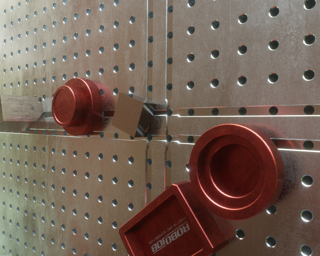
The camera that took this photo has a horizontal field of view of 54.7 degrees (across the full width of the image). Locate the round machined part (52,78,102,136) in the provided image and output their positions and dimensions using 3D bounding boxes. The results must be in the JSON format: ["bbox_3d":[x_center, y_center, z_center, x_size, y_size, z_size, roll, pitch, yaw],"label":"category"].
[{"bbox_3d":[-0.144,-0.035,0.518,0.098,0.042,0.097,0,90,40],"label":"round machined part"}]

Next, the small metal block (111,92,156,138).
[{"bbox_3d":[-0.038,-0.019,0.441,0.050,0.025,0.050,26,106,37],"label":"small metal block"}]

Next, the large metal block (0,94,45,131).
[{"bbox_3d":[-0.289,-0.027,0.612,0.080,0.081,0.050,-18,79,38],"label":"large metal block"}]

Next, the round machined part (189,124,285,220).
[{"bbox_3d":[0.083,0.044,0.330,0.098,0.042,0.097,0,90,40],"label":"round machined part"}]

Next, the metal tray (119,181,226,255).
[{"bbox_3d":[0.009,0.139,0.398,0.129,0.030,0.090,-45,63,30],"label":"metal tray"}]
